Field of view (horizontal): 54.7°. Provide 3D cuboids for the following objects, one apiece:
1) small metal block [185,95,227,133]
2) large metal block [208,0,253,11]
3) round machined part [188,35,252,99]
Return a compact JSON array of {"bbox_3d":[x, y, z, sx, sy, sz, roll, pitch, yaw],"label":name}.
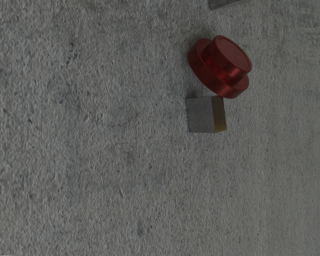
[{"bbox_3d":[0.065,-0.020,0.443,0.025,0.050,0.050,-14,99,-39],"label":"small metal block"},{"bbox_3d":[0.113,-0.235,0.482,0.081,0.050,0.080,-27,107,-37],"label":"large metal block"},{"bbox_3d":[0.091,-0.093,0.440,0.099,0.042,0.098,24,43,-24],"label":"round machined part"}]
